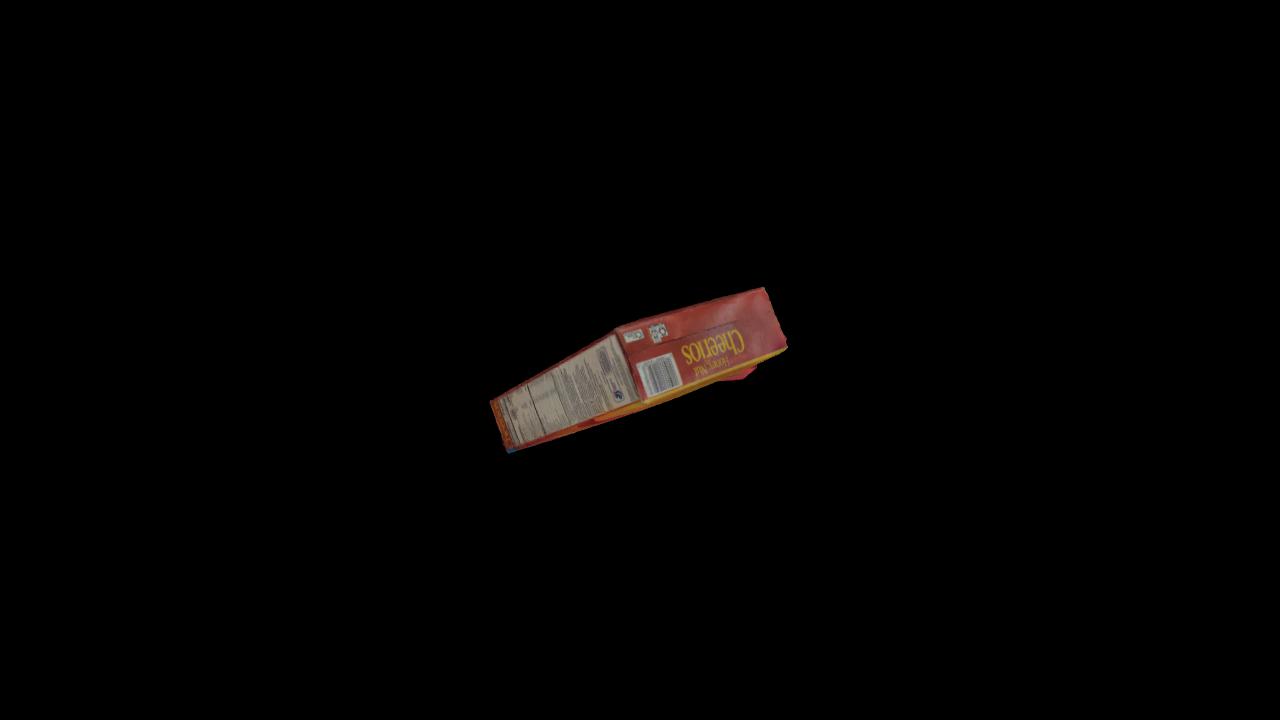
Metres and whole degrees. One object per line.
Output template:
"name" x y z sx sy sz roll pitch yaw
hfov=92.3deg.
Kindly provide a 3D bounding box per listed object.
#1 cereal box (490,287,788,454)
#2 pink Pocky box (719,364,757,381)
"cereal box" -0.016 0.020 0.688 0.203 0.081 0.306 -18 -5 -37
"pink Pocky box" 0.058 0.010 0.751 0.155 0.029 0.084 -4 -11 -2
